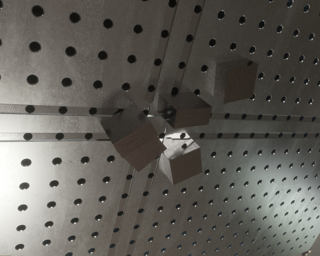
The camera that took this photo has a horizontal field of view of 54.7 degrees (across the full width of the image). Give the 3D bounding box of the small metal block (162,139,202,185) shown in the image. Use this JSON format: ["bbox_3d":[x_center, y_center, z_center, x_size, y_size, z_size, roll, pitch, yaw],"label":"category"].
[{"bbox_3d":[0.034,0.051,0.463,0.050,0.025,0.050,-22,127,-16],"label":"small metal block"}]

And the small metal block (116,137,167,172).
[{"bbox_3d":[-0.027,0.023,0.412,0.050,0.025,0.050,-40,130,-2],"label":"small metal block"}]

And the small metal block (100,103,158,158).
[{"bbox_3d":[-0.038,0.002,0.377,0.050,0.050,0.025,-33,129,-7],"label":"small metal block"}]

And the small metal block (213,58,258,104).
[{"bbox_3d":[0.105,-0.065,0.430,0.050,0.025,0.050,-14,125,-21],"label":"small metal block"}]

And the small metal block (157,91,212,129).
[{"bbox_3d":[0.030,-0.024,0.398,0.050,0.050,0.025,-7,122,-25],"label":"small metal block"}]
